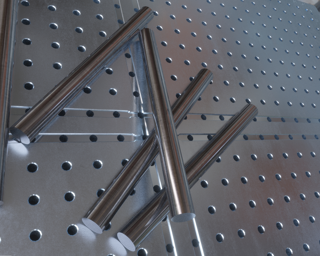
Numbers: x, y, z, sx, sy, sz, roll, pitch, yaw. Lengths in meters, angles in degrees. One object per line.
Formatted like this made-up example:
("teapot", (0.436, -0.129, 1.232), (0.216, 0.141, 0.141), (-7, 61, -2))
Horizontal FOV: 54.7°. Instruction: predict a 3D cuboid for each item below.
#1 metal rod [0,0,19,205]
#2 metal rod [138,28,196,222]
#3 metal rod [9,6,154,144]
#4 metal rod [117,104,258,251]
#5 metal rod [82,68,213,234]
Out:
("metal rod", (-0.179, -0.063, 0.349), (0.025, 0.025, 0.299), (5, 60, -26))
("metal rod", (0.001, -0.028, 0.400), (0.025, 0.025, 0.299), (8, 50, -24))
("metal rod", (-0.084, -0.091, 0.419), (0.025, 0.025, 0.301), (36, 51, -5))
("metal rod", (0.057, 0.044, 0.413), (0.025, 0.025, 0.302), (48, 51, 5))
("metal rod", (0.003, 0.006, 0.407), (0.025, 0.025, 0.301), (40, 51, -2))
